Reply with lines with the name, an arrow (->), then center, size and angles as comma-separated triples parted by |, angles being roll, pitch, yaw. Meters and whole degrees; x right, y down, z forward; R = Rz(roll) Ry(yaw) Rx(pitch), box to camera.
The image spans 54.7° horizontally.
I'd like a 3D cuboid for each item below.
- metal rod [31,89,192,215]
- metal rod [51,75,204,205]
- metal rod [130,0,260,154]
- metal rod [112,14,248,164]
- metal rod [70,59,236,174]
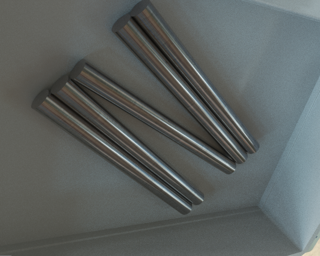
metal rod -> -0.041, 0.051, 0.416 | 0.025, 0.025, 0.300 | -44, 129, 2
metal rod -> -0.021, 0.035, 0.417 | 0.025, 0.025, 0.300 | -44, 129, 2
metal rod -> 0.065, -0.046, 0.414 | 0.025, 0.025, 0.300 | -45, 129, 3
metal rod -> 0.046, -0.030, 0.413 | 0.025, 0.025, 0.300 | -45, 129, 3
metal rod -> 0.014, 0.002, 0.416 | 0.301, 0.025, 0.025 | 32, 100, -38
